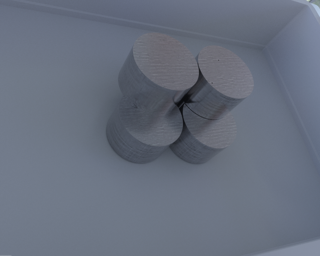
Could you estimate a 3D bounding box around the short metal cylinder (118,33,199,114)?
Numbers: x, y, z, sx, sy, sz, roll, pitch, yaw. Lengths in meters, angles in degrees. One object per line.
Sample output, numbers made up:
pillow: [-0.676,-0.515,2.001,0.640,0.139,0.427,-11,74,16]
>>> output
short metal cylinder: [-0.002,-0.063,0.360,0.081,0.050,0.080,14,56,-21]

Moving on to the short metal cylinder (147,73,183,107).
short metal cylinder: [0.005,-0.062,0.428,0.081,0.050,0.080,14,56,-21]

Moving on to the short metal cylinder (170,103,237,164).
short metal cylinder: [0.054,0.002,0.415,0.081,0.050,0.080,14,56,-21]

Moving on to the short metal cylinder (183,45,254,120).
short metal cylinder: [0.071,-0.058,0.395,0.081,0.050,0.080,14,56,-21]

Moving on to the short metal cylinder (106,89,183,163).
short metal cylinder: [-0.019,-0.003,0.379,0.081,0.050,0.080,14,56,-21]
